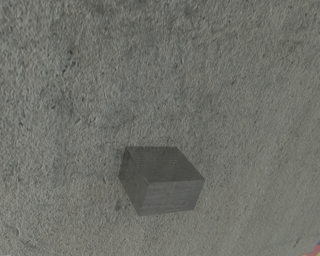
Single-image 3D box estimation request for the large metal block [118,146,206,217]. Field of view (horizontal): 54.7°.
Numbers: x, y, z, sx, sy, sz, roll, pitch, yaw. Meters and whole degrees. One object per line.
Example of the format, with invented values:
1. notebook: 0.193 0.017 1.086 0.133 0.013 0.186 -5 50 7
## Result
1. large metal block: -0.001 0.067 0.412 0.081 0.080 0.050 2 117 -30
